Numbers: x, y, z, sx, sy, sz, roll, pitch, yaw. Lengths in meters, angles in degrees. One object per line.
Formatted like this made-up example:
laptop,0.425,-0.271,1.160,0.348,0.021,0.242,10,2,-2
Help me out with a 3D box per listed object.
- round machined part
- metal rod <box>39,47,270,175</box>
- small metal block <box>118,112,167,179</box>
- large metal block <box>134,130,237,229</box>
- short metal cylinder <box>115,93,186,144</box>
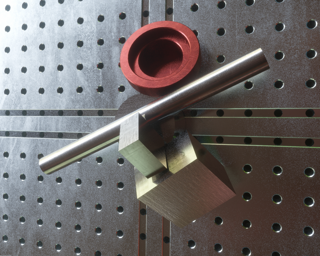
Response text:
round machined part,0.003,-0.082,0.389,0.098,0.042,0.098,-5,67,11
metal rod,-0.021,-0.011,0.365,0.300,0.025,0.025,-25,82,17
small metal block,-0.019,0.019,0.340,0.025,0.050,0.050,-31,122,17
large metal block,0.028,0.062,0.364,0.080,0.050,0.080,-37,123,16
short metal cylinder,-0.012,-0.003,0.402,0.080,0.050,0.079,0,90,19
